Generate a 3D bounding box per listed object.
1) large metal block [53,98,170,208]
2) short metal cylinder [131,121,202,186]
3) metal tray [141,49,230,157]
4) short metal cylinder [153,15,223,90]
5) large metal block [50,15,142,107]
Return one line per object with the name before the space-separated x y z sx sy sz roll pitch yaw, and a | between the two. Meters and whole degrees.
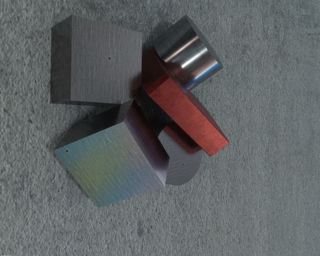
large metal block | -0.046 0.027 0.323 0.080 0.080 0.050 60 21 -23
short metal cylinder | 0.008 0.030 0.398 0.081 0.050 0.080 0 90 -40
metal tray | 0.027 -0.031 0.388 0.030 0.090 0.130 -40 122 12
short metal cylinder | 0.037 -0.095 0.394 0.080 0.050 0.080 46 22 -24
large metal block | -0.067 -0.065 0.331 0.081 0.050 0.080 1 90 -40
